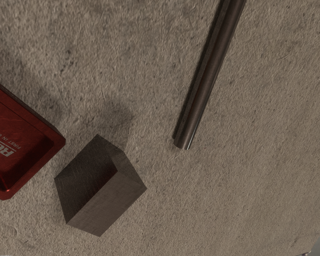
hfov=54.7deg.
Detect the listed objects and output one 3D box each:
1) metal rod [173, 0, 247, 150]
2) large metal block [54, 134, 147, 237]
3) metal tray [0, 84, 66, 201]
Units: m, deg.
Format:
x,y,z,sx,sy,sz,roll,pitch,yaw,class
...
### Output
x,y,z,sx,sy,sz,roll,pitch,yaw,class
0.074,-0.106,0.383,0.025,0.025,0.298,4,117,-31,metal rod
-0.074,0.067,0.373,0.080,0.080,0.050,-46,130,3,large metal block
-0.166,0.007,0.294,0.090,0.030,0.130,-46,140,-8,metal tray
